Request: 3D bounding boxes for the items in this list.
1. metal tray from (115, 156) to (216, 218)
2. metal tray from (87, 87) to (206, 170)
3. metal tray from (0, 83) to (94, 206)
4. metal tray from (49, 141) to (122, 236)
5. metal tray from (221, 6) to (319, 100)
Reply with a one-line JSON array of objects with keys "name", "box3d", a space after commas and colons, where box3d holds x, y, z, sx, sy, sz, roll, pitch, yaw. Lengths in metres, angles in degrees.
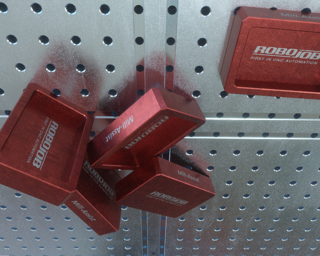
[{"name": "metal tray", "box3d": [0.010, 0.094, 0.468, 0.090, 0.030, 0.131, -38, 135, 27]}, {"name": "metal tray", "box3d": [-0.018, 0.008, 0.388, 0.130, 0.030, 0.091, -38, 151, 27]}, {"name": "metal tray", "box3d": [-0.131, 0.014, 0.352, 0.090, 0.130, 0.030, 31, 123, -24]}, {"name": "metal tray", "box3d": [-0.098, 0.078, 0.433, 0.030, 0.090, 0.130, -19, 128, 15]}, {"name": "metal tray", "box3d": [0.141, -0.079, 0.343, 0.131, 0.030, 0.089, 4, 130, -4]}]
